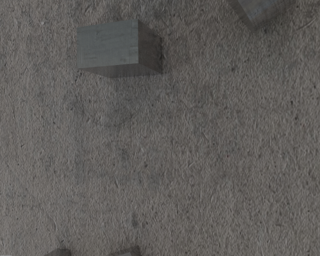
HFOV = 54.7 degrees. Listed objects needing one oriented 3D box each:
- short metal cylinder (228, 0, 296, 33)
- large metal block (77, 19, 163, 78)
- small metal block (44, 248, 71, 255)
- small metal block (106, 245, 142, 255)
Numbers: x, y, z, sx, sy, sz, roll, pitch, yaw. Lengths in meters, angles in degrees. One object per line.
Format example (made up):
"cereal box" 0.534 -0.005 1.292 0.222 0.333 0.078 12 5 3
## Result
"short metal cylinder" 0.104 -0.154 0.343 0.050 0.080 0.080 -35 79 17
"large metal block" -0.048 -0.097 0.397 0.080 0.080 0.050 -1 90 20
"small metal block" -0.154 0.210 0.450 0.025 0.050 0.050 -4 89 20
"small metal block" -0.048 0.197 0.426 0.050 0.025 0.050 -24 82 18
